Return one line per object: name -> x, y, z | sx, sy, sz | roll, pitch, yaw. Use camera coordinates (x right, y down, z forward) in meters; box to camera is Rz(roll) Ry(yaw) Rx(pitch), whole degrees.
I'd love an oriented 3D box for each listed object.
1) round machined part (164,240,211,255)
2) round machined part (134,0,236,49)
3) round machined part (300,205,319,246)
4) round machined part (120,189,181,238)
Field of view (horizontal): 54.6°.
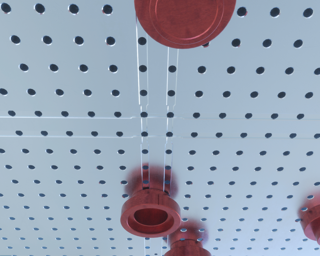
round machined part -> 0.055, 0.261, 0.623 | 0.099, 0.042, 0.097 | 0, 130, 0
round machined part -> 0.024, -0.120, 0.298 | 0.099, 0.042, 0.097 | 0, 130, 0
round machined part -> 0.309, 0.179, 0.555 | 0.099, 0.042, 0.097 | 0, 130, 0
round machined part -> -0.015, 0.139, 0.518 | 0.099, 0.042, 0.097 | 0, 130, 0
